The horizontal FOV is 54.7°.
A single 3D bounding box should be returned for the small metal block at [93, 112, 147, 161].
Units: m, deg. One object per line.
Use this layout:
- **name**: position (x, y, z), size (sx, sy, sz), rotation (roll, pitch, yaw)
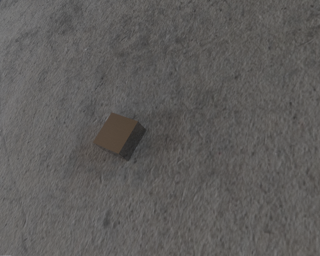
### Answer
- **small metal block**: position (-0.055, 0.011, 0.424), size (0.050, 0.025, 0.050), rotation (19, 71, 35)
